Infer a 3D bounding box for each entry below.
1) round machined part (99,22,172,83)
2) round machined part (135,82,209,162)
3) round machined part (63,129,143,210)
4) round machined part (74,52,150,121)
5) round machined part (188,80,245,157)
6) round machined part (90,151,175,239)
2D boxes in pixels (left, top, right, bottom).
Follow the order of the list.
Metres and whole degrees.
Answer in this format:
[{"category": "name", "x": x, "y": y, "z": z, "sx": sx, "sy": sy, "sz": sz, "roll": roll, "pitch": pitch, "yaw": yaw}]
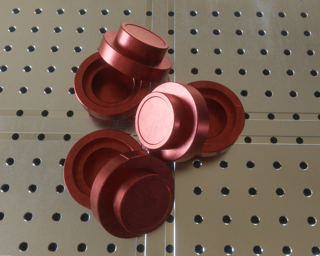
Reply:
[{"category": "round machined part", "x": -0.027, "y": -0.105, "z": 0.412, "sx": 0.098, "sy": 0.042, "sz": 0.098, "roll": 22, "pitch": 30, "yaw": -13}, {"category": "round machined part", "x": 0.007, "y": -0.008, "z": 0.373, "sx": 0.042, "sy": 0.098, "sz": 0.098, "roll": 5, "pitch": 63, "yaw": -44}, {"category": "round machined part", "x": -0.064, "y": 0.054, "z": 0.382, "sx": 0.099, "sy": 0.042, "sz": 0.098, "roll": 0, "pitch": 70, "yaw": 0}, {"category": "round machined part", "x": -0.062, "y": -0.055, "z": 0.421, "sx": 0.099, "sy": 0.042, "sz": 0.098, "roll": 0, "pitch": 70, "yaw": 0}, {"category": "round machined part", "x": 0.057, "y": -0.010, "z": 0.406, "sx": 0.099, "sy": 0.042, "sz": 0.098, "roll": 0, "pitch": 70, "yaw": 0}, {"category": "round machined part", "x": -0.023, "y": 0.077, "z": 0.344, "sx": 0.099, "sy": 0.042, "sz": 0.097, "roll": -9, "pitch": 106, "yaw": -32}]
